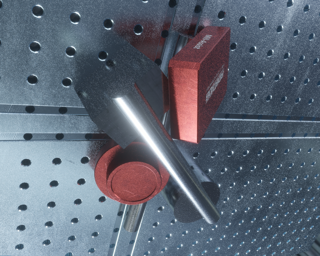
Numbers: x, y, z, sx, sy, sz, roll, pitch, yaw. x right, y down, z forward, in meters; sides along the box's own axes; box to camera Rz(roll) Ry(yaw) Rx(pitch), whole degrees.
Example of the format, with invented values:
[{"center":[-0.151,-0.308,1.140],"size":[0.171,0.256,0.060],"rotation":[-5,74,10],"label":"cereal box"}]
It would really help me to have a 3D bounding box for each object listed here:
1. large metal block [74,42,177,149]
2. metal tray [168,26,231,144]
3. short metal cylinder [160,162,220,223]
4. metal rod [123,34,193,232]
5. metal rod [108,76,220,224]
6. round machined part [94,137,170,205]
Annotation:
[{"center":[-0.037,-0.038,0.334],"size":[0.080,0.080,0.050],"rotation":[-41,130,0],"label":"large metal block"},{"center":[0.049,-0.054,0.352],"size":[0.131,0.030,0.089],"rotation":[-53,146,-50],"label":"metal tray"},{"center":[0.046,0.101,0.485],"size":[0.081,0.050,0.079],"rotation":[-14,125,-21],"label":"short metal cylinder"},{"center":[-0.005,0.023,0.424],"size":[0.025,0.025,0.298],"rotation":[2,117,-30],"label":"metal rod"},{"center":[0.024,0.050,0.365],"size":[0.025,0.025,0.300],"rotation":[-37,138,-4],"label":"metal rod"},{"center":[-0.035,0.060,0.399],"size":[0.099,0.042,0.097],"rotation":[-4,117,-8],"label":"round machined part"}]
